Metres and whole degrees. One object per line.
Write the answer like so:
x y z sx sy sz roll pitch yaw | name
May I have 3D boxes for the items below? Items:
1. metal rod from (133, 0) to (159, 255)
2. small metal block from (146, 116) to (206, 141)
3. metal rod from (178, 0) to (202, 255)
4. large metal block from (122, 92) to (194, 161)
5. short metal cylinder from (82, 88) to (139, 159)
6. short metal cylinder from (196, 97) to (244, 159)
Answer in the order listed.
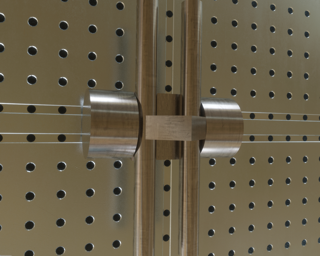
-0.016 0.002 0.350 0.025 0.025 0.298 1 90 -20 | metal rod
0.018 0.000 0.336 0.050 0.050 0.025 1 90 24 | small metal block
0.036 0.000 0.369 0.025 0.025 0.298 1 90 -20 | metal rod
-0.003 -0.002 0.394 0.081 0.050 0.079 1 90 -20 | large metal block
-0.060 -0.004 0.358 0.050 0.080 0.079 2 90 -20 | short metal cylinder
0.064 0.000 0.403 0.050 0.080 0.079 1 90 -19 | short metal cylinder
